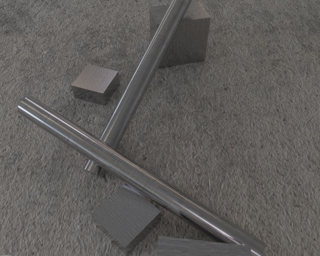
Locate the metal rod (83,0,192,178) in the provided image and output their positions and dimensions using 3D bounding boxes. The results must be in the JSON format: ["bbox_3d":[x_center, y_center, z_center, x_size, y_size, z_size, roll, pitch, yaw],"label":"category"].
[{"bbox_3d":[-0.017,-0.077,0.404,0.025,0.025,0.300,20,72,16],"label":"metal rod"}]

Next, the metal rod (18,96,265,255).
[{"bbox_3d":[-0.031,0.048,0.333,0.301,0.025,0.025,31,56,12],"label":"metal rod"}]

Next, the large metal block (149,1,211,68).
[{"bbox_3d":[0.029,-0.147,0.492,0.081,0.080,0.050,-11,51,-9],"label":"large metal block"}]

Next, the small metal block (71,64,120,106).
[{"bbox_3d":[-0.094,-0.064,0.456,0.050,0.025,0.050,15,52,12],"label":"small metal block"}]

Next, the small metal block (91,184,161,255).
[{"bbox_3d":[-0.035,0.094,0.324,0.050,0.025,0.050,35,58,26],"label":"small metal block"}]

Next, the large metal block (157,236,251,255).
[{"bbox_3d":[0.034,0.145,0.265,0.080,0.050,0.080,5,50,4],"label":"large metal block"}]
